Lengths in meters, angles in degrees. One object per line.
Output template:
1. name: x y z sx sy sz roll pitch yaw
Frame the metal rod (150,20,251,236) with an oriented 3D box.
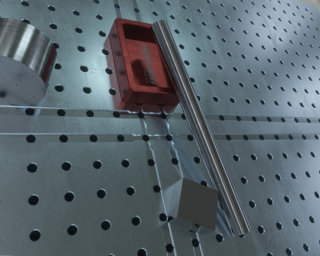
1. metal rod: 0.050 -0.007 0.411 0.025 0.025 0.299 -14 78 -34

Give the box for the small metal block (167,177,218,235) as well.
1. small metal block: 0.041 0.095 0.374 0.050 0.025 0.050 23 53 -15

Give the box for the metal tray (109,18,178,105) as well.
1. metal tray: -0.018 -0.098 0.455 0.091 0.030 0.130 1 61 -28

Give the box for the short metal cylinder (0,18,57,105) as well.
1. short metal cylinder: -0.157 -0.068 0.330 0.081 0.080 0.050 16 55 -20
